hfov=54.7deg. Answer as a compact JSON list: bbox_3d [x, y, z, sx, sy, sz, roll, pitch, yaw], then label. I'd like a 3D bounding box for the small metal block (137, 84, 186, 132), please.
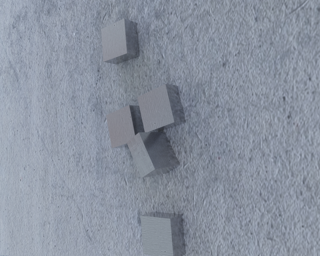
[{"bbox_3d":[0.002,-0.024,0.404,0.050,0.025,0.050,-21,77,38],"label":"small metal block"}]

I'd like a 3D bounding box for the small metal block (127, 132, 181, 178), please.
[{"bbox_3d":[-0.008,0.033,0.395,0.025,0.050,0.050,-38,67,33],"label":"small metal block"}]

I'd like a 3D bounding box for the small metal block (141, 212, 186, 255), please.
[{"bbox_3d":[0.004,0.138,0.402,0.050,0.025,0.050,-8,85,39],"label":"small metal block"}]

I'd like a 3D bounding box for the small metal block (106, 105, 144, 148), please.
[{"bbox_3d":[-0.048,-0.001,0.444,0.050,0.025,0.050,-19,78,38],"label":"small metal block"}]

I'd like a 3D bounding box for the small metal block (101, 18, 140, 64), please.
[{"bbox_3d":[-0.059,-0.125,0.453,0.050,0.025,0.050,-8,85,39],"label":"small metal block"}]
